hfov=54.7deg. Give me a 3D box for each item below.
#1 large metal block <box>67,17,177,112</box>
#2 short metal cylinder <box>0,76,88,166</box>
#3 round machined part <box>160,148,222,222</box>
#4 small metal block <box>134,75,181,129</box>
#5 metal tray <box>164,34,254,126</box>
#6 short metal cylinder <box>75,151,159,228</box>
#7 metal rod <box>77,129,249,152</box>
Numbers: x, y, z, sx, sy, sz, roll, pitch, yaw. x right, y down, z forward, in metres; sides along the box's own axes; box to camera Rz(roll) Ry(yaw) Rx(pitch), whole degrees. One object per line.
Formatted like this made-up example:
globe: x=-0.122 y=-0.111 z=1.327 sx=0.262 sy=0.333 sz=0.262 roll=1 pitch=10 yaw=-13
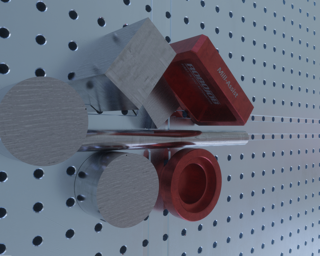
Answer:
large metal block: x=-0.042 y=-0.065 z=0.338 sx=0.050 sy=0.080 sz=0.080 roll=47 pitch=62 yaw=-31
short metal cylinder: x=-0.117 y=-0.006 z=0.294 sx=0.081 sy=0.050 sz=0.080 roll=0 pitch=90 yaw=-40
round machined part: x=0.038 y=0.076 z=0.430 sx=0.099 sy=0.042 sz=0.097 roll=0 pitch=90 yaw=-40
small metal block: x=-0.008 y=-0.034 z=0.403 sx=0.050 sy=0.025 sz=0.050 roll=-47 pitch=118 yaw=-30
metal tray: x=0.054 y=-0.056 z=0.411 sx=0.130 sy=0.090 sz=0.030 roll=47 pitch=62 yaw=-30
short metal cylinder: x=-0.048 y=0.067 z=0.352 sx=0.081 sy=0.050 sz=0.080 roll=0 pitch=90 yaw=-40
metal rod: x=0.025 y=0.015 z=0.429 sx=0.302 sy=0.025 sz=0.025 roll=1 pitch=90 yaw=-40
